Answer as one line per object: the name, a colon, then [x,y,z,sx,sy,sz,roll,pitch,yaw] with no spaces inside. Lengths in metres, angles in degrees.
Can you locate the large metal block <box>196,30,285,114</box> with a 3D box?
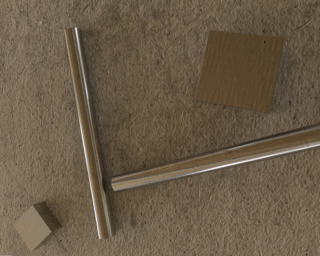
large metal block: [0.094,-0.064,0.362,0.080,0.050,0.079,12,94,19]

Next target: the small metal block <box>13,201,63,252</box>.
small metal block: [-0.187,0.150,0.473,0.050,0.025,0.050,-45,77,14]

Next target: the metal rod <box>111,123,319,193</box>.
metal rod: [0.068,0.037,0.361,0.300,0.025,0.025,-18,84,27]

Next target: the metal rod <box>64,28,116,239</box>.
metal rod: [-0.101,0.005,0.443,0.025,0.025,0.298,-12,86,19]
